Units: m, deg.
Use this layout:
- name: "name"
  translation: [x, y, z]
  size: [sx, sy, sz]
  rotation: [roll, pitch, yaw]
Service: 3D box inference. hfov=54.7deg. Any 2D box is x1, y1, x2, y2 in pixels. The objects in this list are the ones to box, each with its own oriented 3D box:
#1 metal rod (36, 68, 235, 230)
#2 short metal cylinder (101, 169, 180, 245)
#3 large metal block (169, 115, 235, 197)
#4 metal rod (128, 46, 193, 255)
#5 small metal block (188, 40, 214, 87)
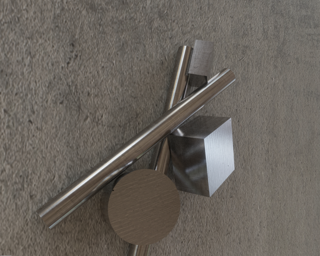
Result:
- name: "metal rod"
  translation: [-0.010, 0.009, 0.375]
  size: [0.302, 0.025, 0.025]
  rotation: [-38, 114, -26]
- name: "short metal cylinder"
  translation: [-0.024, 0.086, 0.354]
  size: [0.081, 0.050, 0.080]
  rotation: [2, 83, -19]
- name: "large metal block"
  translation: [0.060, 0.034, 0.420]
  size: [0.081, 0.050, 0.079]
  rotation: [-31, 119, -49]
- name: "metal rod"
  translation: [0.003, 0.033, 0.408]
  size: [0.025, 0.025, 0.299]
  rotation: [22, 76, -38]
- name: "small metal block"
  translation: [0.059, -0.089, 0.439]
  size: [0.050, 0.025, 0.050]
  rotation: [56, 46, -74]
